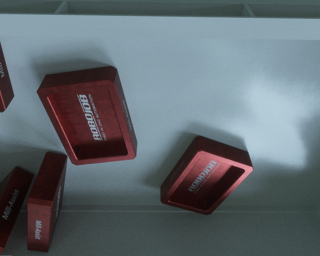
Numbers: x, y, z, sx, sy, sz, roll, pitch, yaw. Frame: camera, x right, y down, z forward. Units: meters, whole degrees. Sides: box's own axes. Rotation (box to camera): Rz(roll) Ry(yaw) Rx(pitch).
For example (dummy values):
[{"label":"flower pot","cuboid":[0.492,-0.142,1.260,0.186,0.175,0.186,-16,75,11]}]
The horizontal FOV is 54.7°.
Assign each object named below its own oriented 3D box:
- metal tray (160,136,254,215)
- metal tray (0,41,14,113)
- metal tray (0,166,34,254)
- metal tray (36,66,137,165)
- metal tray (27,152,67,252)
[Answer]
[{"label":"metal tray","cuboid":[0.067,0.077,0.471,0.091,0.030,0.129,19,128,-16]},{"label":"metal tray","cuboid":[-0.222,-0.079,0.335,0.091,0.030,0.129,4,130,-4]},{"label":"metal tray","cuboid":[-0.236,0.130,0.448,0.030,0.130,0.090,35,122,-26]},{"label":"metal tray","cuboid":[-0.086,-0.010,0.395,0.090,0.030,0.129,-7,130,5]},{"label":"metal tray","cuboid":[-0.167,0.111,0.458,0.030,0.090,0.129,12,129,-10]}]
